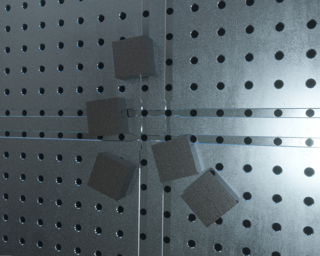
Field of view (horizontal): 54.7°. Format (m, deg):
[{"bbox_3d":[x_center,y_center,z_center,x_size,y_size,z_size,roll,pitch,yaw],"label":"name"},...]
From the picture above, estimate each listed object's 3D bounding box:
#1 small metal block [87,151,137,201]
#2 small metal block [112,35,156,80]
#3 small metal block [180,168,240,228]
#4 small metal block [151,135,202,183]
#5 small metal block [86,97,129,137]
[{"bbox_3d":[-0.068,0.066,0.435,0.050,0.025,0.050,23,97,18],"label":"small metal block"},{"bbox_3d":[-0.035,-0.095,0.424,0.050,0.025,0.050,-6,88,19],"label":"small metal block"},{"bbox_3d":[0.063,0.087,0.390,0.050,0.025,0.050,-44,77,14],"label":"small metal block"},{"bbox_3d":[0.022,0.040,0.404,0.050,0.025,0.050,-17,85,18],"label":"small metal block"},{"bbox_3d":[-0.074,-0.015,0.437,0.050,0.025,0.050,-6,88,19],"label":"small metal block"}]
